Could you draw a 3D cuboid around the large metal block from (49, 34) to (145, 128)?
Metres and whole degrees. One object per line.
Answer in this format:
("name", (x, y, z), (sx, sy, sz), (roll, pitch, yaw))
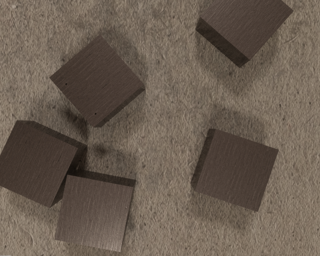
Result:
("large metal block", (-0.076, -0.057, 0.396), (0.080, 0.050, 0.080), (-41, 91, 0))

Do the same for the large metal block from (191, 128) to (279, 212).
("large metal block", (0.093, 0.051, 0.399), (0.080, 0.050, 0.080), (19, 90, -1))

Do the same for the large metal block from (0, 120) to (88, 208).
("large metal block", (-0.152, 0.043, 0.396), (0.080, 0.050, 0.080), (25, 90, -1))

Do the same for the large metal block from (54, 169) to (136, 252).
("large metal block", (-0.080, 0.102, 0.397), (0.080, 0.050, 0.080), (11, 90, -1))

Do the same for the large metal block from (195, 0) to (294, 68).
("large metal block", (0.105, -0.138, 0.399), (0.080, 0.050, 0.080), (41, 90, -1))
